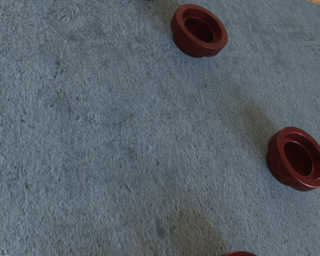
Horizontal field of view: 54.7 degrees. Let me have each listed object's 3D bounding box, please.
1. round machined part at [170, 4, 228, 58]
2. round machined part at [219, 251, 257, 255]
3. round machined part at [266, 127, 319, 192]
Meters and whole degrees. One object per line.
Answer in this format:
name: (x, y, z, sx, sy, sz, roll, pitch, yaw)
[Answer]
round machined part: (0.061, -0.158, 0.522, 0.099, 0.042, 0.098, 14, 56, -21)
round machined part: (0.081, 0.184, 0.324, 0.099, 0.042, 0.098, 14, 56, -21)
round machined part: (0.203, 0.050, 0.471, 0.099, 0.042, 0.098, 14, 56, -21)
